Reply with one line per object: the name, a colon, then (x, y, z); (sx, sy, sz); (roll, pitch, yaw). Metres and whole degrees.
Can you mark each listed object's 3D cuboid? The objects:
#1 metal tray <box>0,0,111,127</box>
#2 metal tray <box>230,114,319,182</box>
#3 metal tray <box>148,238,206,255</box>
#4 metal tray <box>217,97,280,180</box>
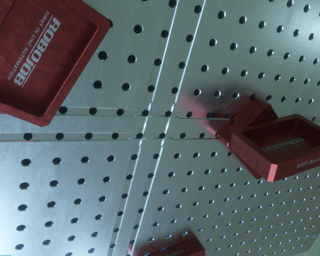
metal tray: (-0.121, -0.073, 0.297); (0.090, 0.030, 0.130); (27, 103, -38)
metal tray: (0.180, 0.023, 0.444); (0.131, 0.090, 0.030); (-13, 124, -22)
metal tray: (0.020, 0.269, 0.587); (0.131, 0.030, 0.089); (-11, 123, -23)
metal tray: (0.161, 0.021, 0.512); (0.090, 0.030, 0.130); (-45, 130, 3)
